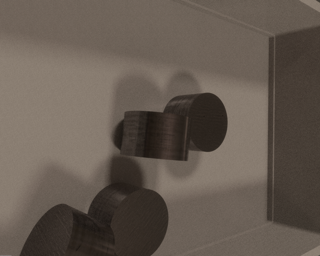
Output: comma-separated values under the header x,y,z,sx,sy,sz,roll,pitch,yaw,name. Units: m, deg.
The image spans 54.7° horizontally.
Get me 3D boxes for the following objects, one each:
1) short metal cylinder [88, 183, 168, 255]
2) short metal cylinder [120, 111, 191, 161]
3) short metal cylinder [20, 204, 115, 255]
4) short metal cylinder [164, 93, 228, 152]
x,y,z,sx,sy,sz,roll,pitch,yaw,name
-0.037,0.107,0.361,0.081,0.050,0.079,0,91,-40,short metal cylinder
-0.005,0.010,0.369,0.081,0.080,0.050,9,84,-40,short metal cylinder
-0.090,0.120,0.297,0.050,0.080,0.080,39,66,-33,short metal cylinder
0.050,-0.008,0.434,0.081,0.050,0.079,0,90,-40,short metal cylinder
